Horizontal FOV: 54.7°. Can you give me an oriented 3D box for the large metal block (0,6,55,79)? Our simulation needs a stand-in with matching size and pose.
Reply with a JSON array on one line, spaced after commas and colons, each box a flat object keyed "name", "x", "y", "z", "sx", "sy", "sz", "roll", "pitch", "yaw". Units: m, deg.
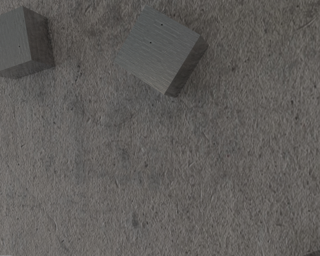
[{"name": "large metal block", "x": -0.215, "y": -0.126, "z": 0.472, "sx": 0.080, "sy": 0.050, "sz": 0.080, "roll": -12, "pitch": 86, "yaw": 19}]

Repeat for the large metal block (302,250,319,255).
[{"name": "large metal block", "x": 0.186, "y": 0.180, "z": 0.330, "sx": 0.080, "sy": 0.050, "sz": 0.080, "roll": -29, "pitch": 81, "yaw": 17}]

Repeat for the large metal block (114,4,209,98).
[{"name": "large metal block", "x": 0.002, "y": -0.095, "z": 0.395, "sx": 0.080, "sy": 0.050, "sz": 0.080, "roll": 35, "pitch": 101, "yaw": 16}]
